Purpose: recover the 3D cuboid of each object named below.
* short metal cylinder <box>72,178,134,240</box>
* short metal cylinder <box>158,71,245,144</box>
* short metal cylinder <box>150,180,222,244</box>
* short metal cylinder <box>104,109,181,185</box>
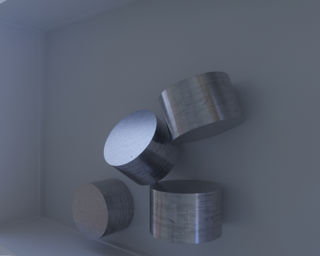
[{"bbox_3d":[-0.084,0.118,0.458,0.080,0.050,0.079,0,90,39],"label":"short metal cylinder"},{"bbox_3d":[0.044,-0.019,0.333,0.080,0.081,0.050,-27,73,36],"label":"short metal cylinder"},{"bbox_3d":[0.029,0.089,0.346,0.080,0.081,0.050,0,90,39],"label":"short metal cylinder"},{"bbox_3d":[-0.022,0.024,0.383,0.080,0.050,0.080,-26,41,25],"label":"short metal cylinder"}]
